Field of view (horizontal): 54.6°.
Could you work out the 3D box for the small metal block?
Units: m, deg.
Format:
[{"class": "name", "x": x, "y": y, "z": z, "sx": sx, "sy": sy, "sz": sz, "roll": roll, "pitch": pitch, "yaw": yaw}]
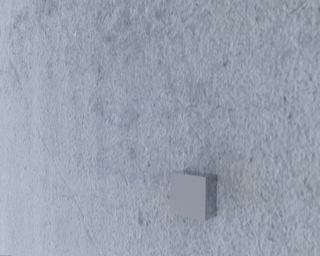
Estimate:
[{"class": "small metal block", "x": 0.040, "y": 0.079, "z": 0.373, "sx": 0.050, "sy": 0.025, "sz": 0.050, "roll": 1, "pitch": 91, "yaw": 40}]
